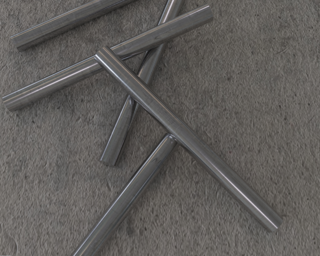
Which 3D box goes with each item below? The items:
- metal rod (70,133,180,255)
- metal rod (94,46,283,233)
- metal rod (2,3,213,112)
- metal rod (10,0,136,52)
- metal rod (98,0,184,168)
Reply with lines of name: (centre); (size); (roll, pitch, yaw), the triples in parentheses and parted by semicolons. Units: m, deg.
metal rod: (-0.073, 0.128, 0.360); (0.025, 0.025, 0.300); (35, 73, 12)
metal rod: (0.031, 0.010, 0.382); (0.300, 0.025, 0.025); (45, 76, 6)
metal rod: (-0.069, -0.096, 0.423); (0.301, 0.025, 0.025); (-25, 72, -2)
metal rod: (-0.080, -0.192, 0.477); (0.302, 0.025, 0.025); (-28, 73, -10)
metal rod: (-0.017, -0.087, 0.439); (0.025, 0.025, 0.300); (18, 71, 6)
